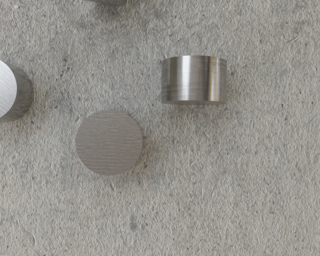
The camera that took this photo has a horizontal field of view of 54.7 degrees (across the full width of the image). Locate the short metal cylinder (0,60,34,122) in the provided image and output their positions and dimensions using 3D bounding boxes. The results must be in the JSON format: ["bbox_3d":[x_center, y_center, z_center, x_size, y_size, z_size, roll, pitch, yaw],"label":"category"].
[{"bbox_3d":[-0.212,-0.047,0.396,0.081,0.050,0.080,0,90,0],"label":"short metal cylinder"}]

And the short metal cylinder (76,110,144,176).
[{"bbox_3d":[-0.061,0.017,0.397,0.081,0.050,0.080,0,90,0],"label":"short metal cylinder"}]

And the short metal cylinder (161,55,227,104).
[{"bbox_3d":[0.042,-0.056,0.383,0.081,0.080,0.050,1,90,0],"label":"short metal cylinder"}]

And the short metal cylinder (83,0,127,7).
[{"bbox_3d":[-0.066,-0.196,0.382,0.050,0.080,0.080,9,90,0],"label":"short metal cylinder"}]
